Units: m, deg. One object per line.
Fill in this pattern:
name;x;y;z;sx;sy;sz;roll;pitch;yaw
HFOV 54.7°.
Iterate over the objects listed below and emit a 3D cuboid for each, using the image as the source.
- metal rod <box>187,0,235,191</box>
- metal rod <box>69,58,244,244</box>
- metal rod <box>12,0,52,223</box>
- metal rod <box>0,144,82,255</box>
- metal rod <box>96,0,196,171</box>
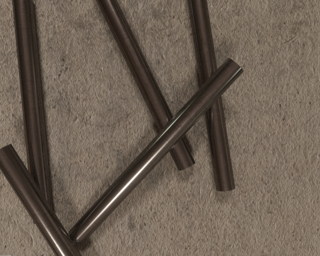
metal rod;0.065;-0.066;0.410;0.025;0.025;0.298;-9;90;0
metal rod;-0.010;0.034;0.388;0.025;0.025;0.299;42;98;-1
metal rod;-0.167;-0.026;0.407;0.025;0.025;0.298;-5;90;-1
metal rod;-0.119;0.155;0.390;0.025;0.025;0.299;-29;97;0
metal rod;-0.029;-0.084;0.409;0.025;0.025;0.299;-26;90;0
